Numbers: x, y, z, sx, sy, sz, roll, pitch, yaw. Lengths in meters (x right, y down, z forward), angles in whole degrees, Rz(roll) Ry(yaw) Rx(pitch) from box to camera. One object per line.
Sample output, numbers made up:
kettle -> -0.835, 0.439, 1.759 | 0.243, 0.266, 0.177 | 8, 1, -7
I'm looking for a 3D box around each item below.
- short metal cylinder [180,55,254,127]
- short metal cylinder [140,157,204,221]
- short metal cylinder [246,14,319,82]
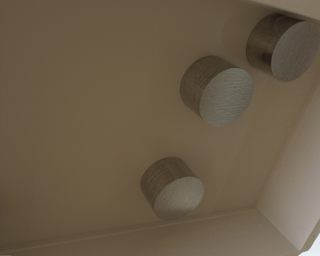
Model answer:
short metal cylinder -> 0.073, -0.048, 0.405 | 0.081, 0.050, 0.079 | -14, 125, -21
short metal cylinder -> 0.018, 0.090, 0.460 | 0.081, 0.050, 0.079 | -14, 125, -21
short metal cylinder -> 0.165, -0.108, 0.418 | 0.081, 0.050, 0.079 | -14, 125, -21
